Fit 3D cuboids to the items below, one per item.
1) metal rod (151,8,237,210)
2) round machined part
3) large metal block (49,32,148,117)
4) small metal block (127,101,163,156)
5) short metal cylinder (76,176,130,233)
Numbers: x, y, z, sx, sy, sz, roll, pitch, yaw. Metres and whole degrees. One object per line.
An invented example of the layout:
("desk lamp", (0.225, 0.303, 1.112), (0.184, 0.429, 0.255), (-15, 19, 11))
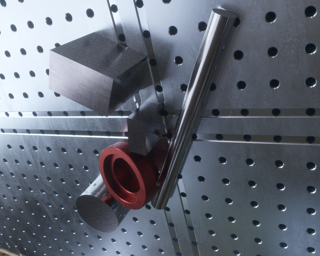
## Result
("metal rod", (0.031, 0.002, 0.394), (0.025, 0.025, 0.298), (25, 127, 12))
("round machined part", (-0.041, 0.064, 0.448), (0.098, 0.042, 0.097), (22, 124, 36))
("large metal block", (-0.072, -0.067, 0.371), (0.080, 0.080, 0.050), (26, 127, 12))
("small metal block", (-0.018, 0.000, 0.403), (0.025, 0.050, 0.050), (14, 124, 20))
("short metal cylinder", (-0.092, 0.128, 0.521), (0.080, 0.050, 0.079), (13, 124, 20))
